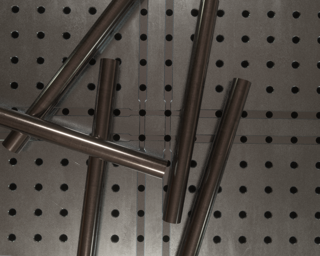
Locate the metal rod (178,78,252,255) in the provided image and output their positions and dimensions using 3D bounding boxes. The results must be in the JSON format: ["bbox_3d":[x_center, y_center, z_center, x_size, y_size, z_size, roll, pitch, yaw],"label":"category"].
[{"bbox_3d":[0.066,0.080,0.414,0.025,0.025,0.298,17,90,-1],"label":"metal rod"}]

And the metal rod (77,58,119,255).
[{"bbox_3d":[-0.084,0.058,0.412,0.025,0.025,0.298,7,90,-1],"label":"metal rod"}]

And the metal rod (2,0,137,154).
[{"bbox_3d":[-0.106,-0.093,0.411,0.025,0.025,0.300,37,90,-1],"label":"metal rod"}]

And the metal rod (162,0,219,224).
[{"bbox_3d":[0.041,-0.023,0.413,0.025,0.025,0.298,10,90,-1],"label":"metal rod"}]

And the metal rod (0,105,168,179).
[{"bbox_3d":[-0.137,0.005,0.385,0.302,0.025,0.025,18,90,-1],"label":"metal rod"}]
